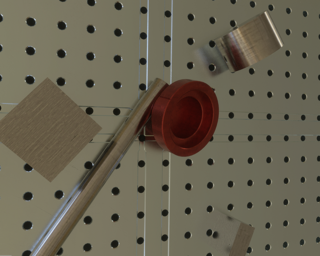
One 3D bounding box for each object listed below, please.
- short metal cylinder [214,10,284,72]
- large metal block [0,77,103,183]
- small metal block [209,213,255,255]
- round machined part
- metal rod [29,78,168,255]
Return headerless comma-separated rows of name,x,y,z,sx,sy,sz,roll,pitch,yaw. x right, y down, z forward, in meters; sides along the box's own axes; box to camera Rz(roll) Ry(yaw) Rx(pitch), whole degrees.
short metal cylinder,0.122,-0.120,0.430,0.080,0.080,0.050,-34,102,-17
large metal block,-0.127,0.002,0.353,0.080,0.050,0.080,45,76,-15
small metal block,0.101,0.154,0.439,0.025,0.050,0.050,25,82,-19
round machined part,0.028,-0.015,0.403,0.099,0.042,0.097,-14,112,-36
metal rod,-0.079,0.062,0.384,0.025,0.025,0.300,38,78,-17
